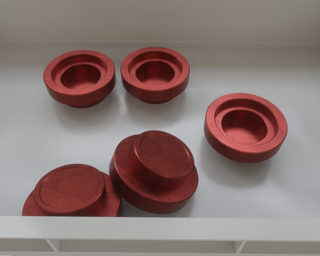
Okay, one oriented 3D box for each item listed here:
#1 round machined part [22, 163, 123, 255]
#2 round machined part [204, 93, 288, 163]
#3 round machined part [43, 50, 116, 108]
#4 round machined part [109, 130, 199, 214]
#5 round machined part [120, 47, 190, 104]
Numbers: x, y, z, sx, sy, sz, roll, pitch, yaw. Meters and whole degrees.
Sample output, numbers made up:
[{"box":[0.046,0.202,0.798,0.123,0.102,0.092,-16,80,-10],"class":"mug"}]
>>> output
[{"box":[-0.088,0.074,0.316,0.099,0.042,0.098,0,35,0],"class":"round machined part"},{"box":[0.105,0.004,0.392,0.099,0.042,0.098,0,50,0],"class":"round machined part"},{"box":[-0.113,-0.067,0.449,0.099,0.042,0.098,0,50,0],"class":"round machined part"},{"box":[-0.002,0.040,0.338,0.099,0.042,0.098,17,38,-13],"class":"round machined part"},{"box":[-0.007,-0.073,0.455,0.099,0.042,0.098,0,50,0],"class":"round machined part"}]
